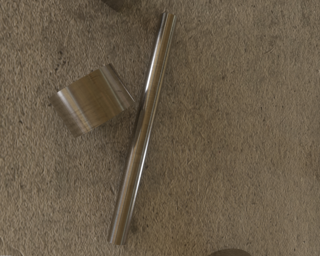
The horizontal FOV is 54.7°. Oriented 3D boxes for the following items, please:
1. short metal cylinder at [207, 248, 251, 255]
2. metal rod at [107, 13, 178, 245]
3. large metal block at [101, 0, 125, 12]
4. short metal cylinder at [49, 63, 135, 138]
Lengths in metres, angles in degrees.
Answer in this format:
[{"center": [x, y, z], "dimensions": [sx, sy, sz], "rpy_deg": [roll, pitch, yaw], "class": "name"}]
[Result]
[{"center": [0.093, 0.208, 0.415], "dimensions": [0.081, 0.080, 0.050], "rpy_deg": [-22, 98, -19], "class": "short metal cylinder"}, {"center": [-0.021, -0.002, 0.401], "dimensions": [0.025, 0.025, 0.299], "rpy_deg": [14, 85, -20], "class": "metal rod"}, {"center": [-0.062, -0.192, 0.357], "dimensions": [0.080, 0.080, 0.050], "rpy_deg": [33, 80, -17], "class": "large metal block"}, {"center": [-0.076, -0.031, 0.352], "dimensions": [0.080, 0.080, 0.050], "rpy_deg": [-34, 101, -17], "class": "short metal cylinder"}]
